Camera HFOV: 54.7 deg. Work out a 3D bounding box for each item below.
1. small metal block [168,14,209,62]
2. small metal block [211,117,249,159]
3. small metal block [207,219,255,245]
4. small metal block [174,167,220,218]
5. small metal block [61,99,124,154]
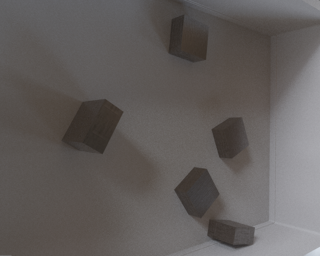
[{"bbox_3d":[0.042,-0.126,0.441,0.050,0.025,0.050,9,84,-40],"label":"small metal block"},{"bbox_3d":[0.115,0.015,0.503,0.050,0.025,0.050,-29,108,-36],"label":"small metal block"},{"bbox_3d":[0.111,0.162,0.484,0.050,0.050,0.025,16,80,-39],"label":"small metal block"},{"bbox_3d":[0.055,0.094,0.453,0.050,0.025,0.050,-43,116,-32],"label":"small metal block"},{"bbox_3d":[-0.072,-0.002,0.330,0.025,0.050,0.050,37,67,-34],"label":"small metal block"}]
